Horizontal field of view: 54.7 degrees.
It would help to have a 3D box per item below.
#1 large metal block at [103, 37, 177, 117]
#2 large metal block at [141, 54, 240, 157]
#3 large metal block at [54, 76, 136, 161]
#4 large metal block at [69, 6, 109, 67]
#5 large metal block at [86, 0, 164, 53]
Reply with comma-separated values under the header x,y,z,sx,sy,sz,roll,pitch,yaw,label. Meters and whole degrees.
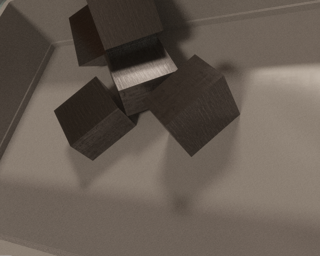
x,y,z,sx,sy,sz,roll,pitch,yaw,label
-0.024,-0.073,0.431,0.080,0.050,0.080,-20,52,-7,large metal block
0.039,-0.024,0.364,0.080,0.080,0.050,-41,51,0,large metal block
-0.094,-0.014,0.446,0.080,0.050,0.080,-39,51,1,large metal block
-0.094,-0.147,0.490,0.080,0.050,0.080,-10,93,44,large metal block
-0.048,-0.153,0.417,0.080,0.080,0.050,-20,9,-3,large metal block
